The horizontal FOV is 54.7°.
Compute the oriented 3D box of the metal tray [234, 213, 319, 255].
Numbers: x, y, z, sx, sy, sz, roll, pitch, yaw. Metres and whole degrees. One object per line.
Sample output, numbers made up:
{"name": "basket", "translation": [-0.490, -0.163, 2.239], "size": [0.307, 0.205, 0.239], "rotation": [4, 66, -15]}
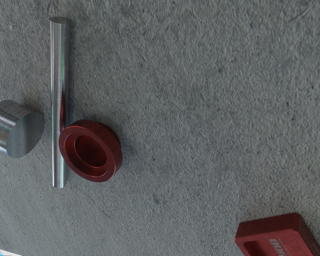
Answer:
{"name": "metal tray", "translation": [0.174, 0.181, 0.423], "size": [0.090, 0.030, 0.130], "rotation": [-26, 105, 36]}

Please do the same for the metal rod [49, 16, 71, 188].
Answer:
{"name": "metal rod", "translation": [-0.153, -0.018, 0.474], "size": [0.025, 0.025, 0.298], "rotation": [24, 127, 13]}

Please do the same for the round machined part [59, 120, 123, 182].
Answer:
{"name": "round machined part", "translation": [-0.098, 0.030, 0.464], "size": [0.098, 0.042, 0.097], "rotation": [13, 124, 20]}

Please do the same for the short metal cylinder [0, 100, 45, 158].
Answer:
{"name": "short metal cylinder", "translation": [-0.232, 0.001, 0.491], "size": [0.050, 0.080, 0.079], "rotation": [25, 127, 12]}
